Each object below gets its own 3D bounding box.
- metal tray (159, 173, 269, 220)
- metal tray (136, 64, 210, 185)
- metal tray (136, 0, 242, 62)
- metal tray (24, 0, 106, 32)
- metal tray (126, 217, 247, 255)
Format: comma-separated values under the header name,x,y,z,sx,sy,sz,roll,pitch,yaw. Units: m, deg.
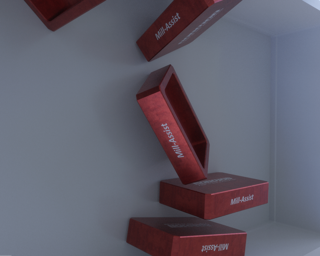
name,x,y,z,sx,sy,sz,roll,pitch,yaw
metal tray,0.075,0.088,0.426,0.131,0.090,0.030,0,93,-40
metal tray,0.022,-0.006,0.390,0.130,0.030,0.090,62,22,-20
metal tray,0.039,-0.132,0.368,0.091,0.130,0.030,-33,93,-35
metal tray,-0.089,-0.141,0.263,0.090,0.130,0.030,52,60,-28
metal tray,0.036,0.139,0.394,0.131,0.090,0.030,13,82,-39
